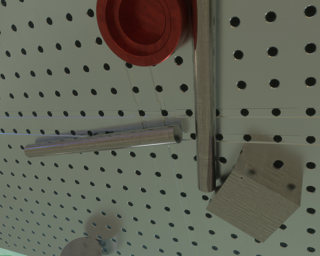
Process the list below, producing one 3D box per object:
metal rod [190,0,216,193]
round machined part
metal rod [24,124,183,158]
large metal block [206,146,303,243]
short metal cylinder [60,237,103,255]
[{"bbox_3d":[0.051,-0.049,0.353,0.025,0.025,0.298,8,122,23],"label":"metal rod"},{"bbox_3d":[-0.015,-0.120,0.333,0.098,0.042,0.097,13,124,20],"label":"round machined part"},{"bbox_3d":[-0.104,0.024,0.479,0.300,0.025,0.025,-7,115,31],"label":"metal rod"},{"bbox_3d":[0.116,0.082,0.385,0.080,0.050,0.079,29,128,9],"label":"large metal block"},{"bbox_3d":[-0.154,0.268,0.620,0.080,0.080,0.050,13,124,20],"label":"short metal cylinder"}]
